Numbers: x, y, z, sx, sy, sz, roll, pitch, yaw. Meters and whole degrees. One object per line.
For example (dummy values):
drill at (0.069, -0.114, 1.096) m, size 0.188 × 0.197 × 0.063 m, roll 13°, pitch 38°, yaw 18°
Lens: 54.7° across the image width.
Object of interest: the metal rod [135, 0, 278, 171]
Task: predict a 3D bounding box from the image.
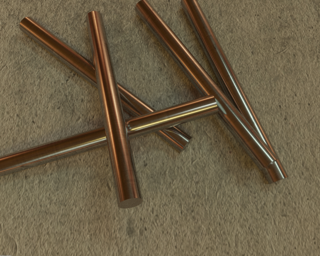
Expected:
metal rod at (0.051, -0.072, 0.422) m, size 0.025 × 0.025 × 0.299 m, roll -30°, pitch 68°, yaw -10°

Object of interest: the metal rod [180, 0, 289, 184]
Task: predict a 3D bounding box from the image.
metal rod at (0.096, -0.066, 0.432) m, size 0.025 × 0.025 × 0.299 m, roll -19°, pitch 71°, yaw -7°

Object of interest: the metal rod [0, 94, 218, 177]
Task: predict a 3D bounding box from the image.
metal rod at (-0.077, 0.012, 0.385) m, size 0.302 × 0.025 × 0.025 m, roll -16°, pitch 71°, yaw 1°

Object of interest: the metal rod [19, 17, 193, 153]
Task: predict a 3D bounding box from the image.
metal rod at (-0.082, -0.066, 0.431) m, size 0.300 × 0.025 × 0.025 m, roll 37°, pitch 74°, yaw 12°

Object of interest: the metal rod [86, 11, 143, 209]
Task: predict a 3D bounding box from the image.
metal rod at (-0.064, -0.046, 0.387) m, size 0.025 × 0.025 × 0.299 m, roll -13°, pitch 57°, yaw -5°
